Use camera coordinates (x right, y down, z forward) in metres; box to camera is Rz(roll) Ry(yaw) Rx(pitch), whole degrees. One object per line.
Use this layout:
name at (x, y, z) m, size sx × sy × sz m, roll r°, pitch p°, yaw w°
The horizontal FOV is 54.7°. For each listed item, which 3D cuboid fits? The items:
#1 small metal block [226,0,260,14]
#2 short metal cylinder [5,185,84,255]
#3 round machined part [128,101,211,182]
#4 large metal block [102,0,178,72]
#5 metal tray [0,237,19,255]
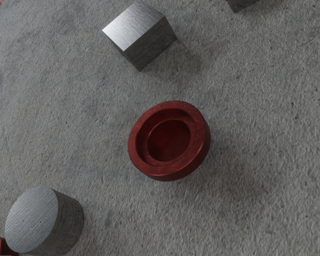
small metal block at (0.124, -0.208, 0.467) m, size 0.050 × 0.025 × 0.050 m, roll -24°, pitch 53°, yaw 13°
short metal cylinder at (-0.144, 0.119, 0.391) m, size 0.080 × 0.050 × 0.080 m, roll -13°, pitch 56°, yaw 21°
round machined part at (0.014, 0.019, 0.374) m, size 0.098 × 0.042 × 0.098 m, roll -13°, pitch 56°, yaw 21°
large metal block at (-0.033, -0.150, 0.497) m, size 0.080 × 0.050 × 0.080 m, roll -41°, pitch 51°, yaw 0°
metal tray at (-0.246, 0.209, 0.401) m, size 0.130 × 0.030 × 0.090 m, roll -26°, pitch 53°, yaw 11°
